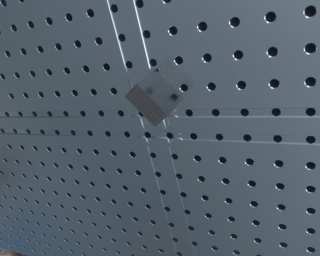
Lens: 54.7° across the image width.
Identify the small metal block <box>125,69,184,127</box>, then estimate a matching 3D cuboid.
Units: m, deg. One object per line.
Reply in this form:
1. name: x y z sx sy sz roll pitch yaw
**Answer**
1. small metal block: -0.006 -0.037 0.374 0.050 0.050 0.025 46 129 -4
